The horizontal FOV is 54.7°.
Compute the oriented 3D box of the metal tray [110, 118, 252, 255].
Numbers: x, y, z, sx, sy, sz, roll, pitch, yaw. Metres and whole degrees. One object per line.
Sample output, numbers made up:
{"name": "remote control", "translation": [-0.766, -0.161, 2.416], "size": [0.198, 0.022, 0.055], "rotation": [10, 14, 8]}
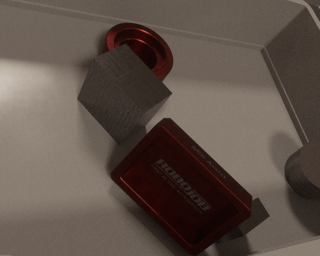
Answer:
{"name": "metal tray", "translation": [0.022, 0.064, 0.335], "size": [0.130, 0.090, 0.030], "rotation": [44, 25, 2]}

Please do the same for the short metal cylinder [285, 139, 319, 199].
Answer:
{"name": "short metal cylinder", "translation": [0.238, 0.062, 0.466], "size": [0.081, 0.050, 0.080], "rotation": [2, 65, -3]}

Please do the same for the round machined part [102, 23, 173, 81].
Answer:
{"name": "round machined part", "translation": [-0.034, -0.097, 0.437], "size": [0.099, 0.042, 0.098], "rotation": [14, 56, -21]}

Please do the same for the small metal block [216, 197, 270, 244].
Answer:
{"name": "small metal block", "translation": [0.094, 0.112, 0.374], "size": [0.050, 0.050, 0.025], "rotation": [-19, 72, -36]}

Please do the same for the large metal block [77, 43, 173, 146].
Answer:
{"name": "large metal block", "translation": [-0.045, -0.038, 0.371], "size": [0.080, 0.080, 0.050], "rotation": [48, 51, 5]}
